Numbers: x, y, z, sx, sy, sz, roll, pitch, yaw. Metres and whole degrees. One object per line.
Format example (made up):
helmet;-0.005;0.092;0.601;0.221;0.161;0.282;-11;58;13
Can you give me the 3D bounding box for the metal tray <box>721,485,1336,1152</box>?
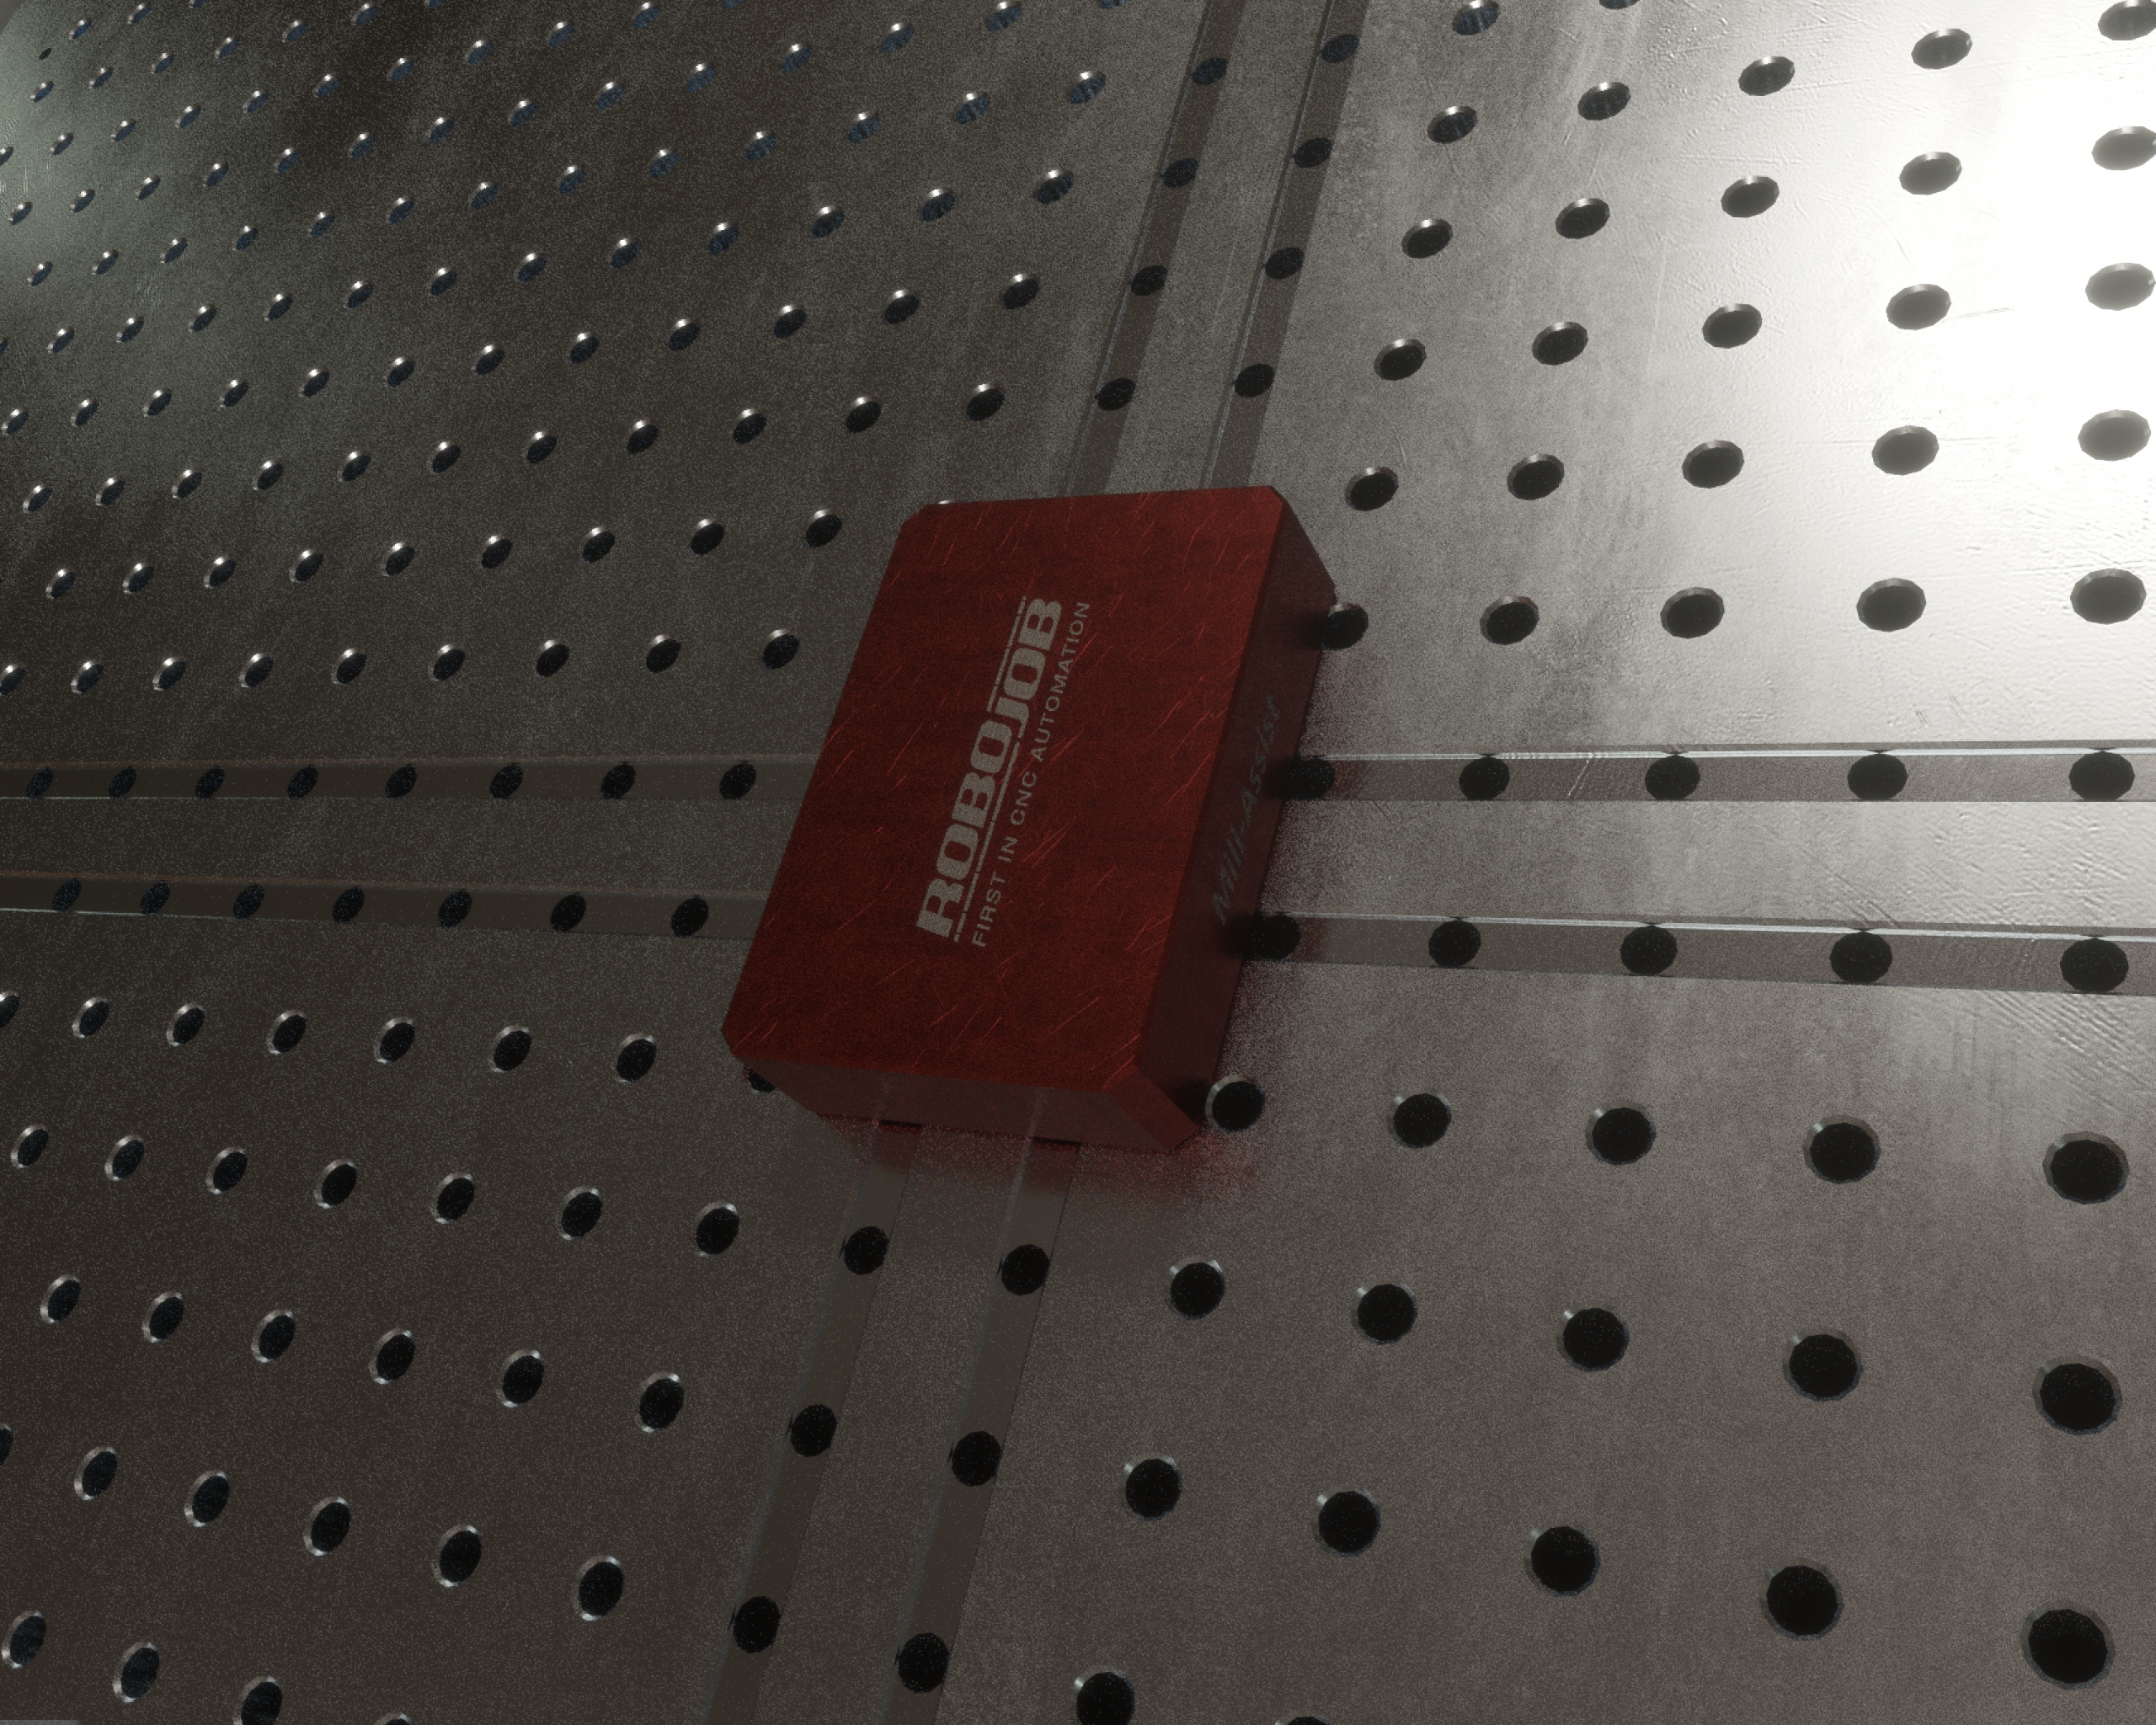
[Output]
metal tray;-0.008;-0.012;0.414;0.090;0.030;0.130;2;63;29
